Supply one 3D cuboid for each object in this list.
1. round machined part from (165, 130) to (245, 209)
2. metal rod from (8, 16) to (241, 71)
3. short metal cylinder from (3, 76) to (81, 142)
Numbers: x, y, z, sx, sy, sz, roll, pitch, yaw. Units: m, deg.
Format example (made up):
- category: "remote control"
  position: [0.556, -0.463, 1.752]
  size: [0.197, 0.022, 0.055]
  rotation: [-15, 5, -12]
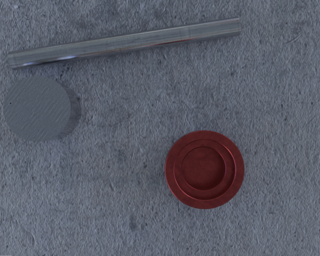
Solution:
- category: "round machined part"
  position: [0.055, 0.052, 0.402]
  size: [0.099, 0.042, 0.097]
  rotation: [0, 90, 0]
- category: "metal rod"
  position: [-0.045, -0.112, 0.409]
  size: [0.302, 0.025, 0.025]
  rotation: [-9, 90, 0]
- category: "short metal cylinder"
  position: [-0.147, -0.023, 0.396]
  size: [0.081, 0.050, 0.080]
  rotation: [0, 90, 0]
